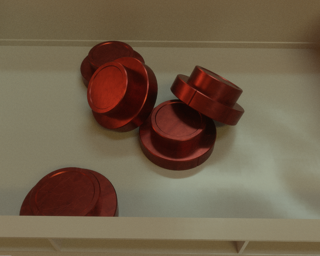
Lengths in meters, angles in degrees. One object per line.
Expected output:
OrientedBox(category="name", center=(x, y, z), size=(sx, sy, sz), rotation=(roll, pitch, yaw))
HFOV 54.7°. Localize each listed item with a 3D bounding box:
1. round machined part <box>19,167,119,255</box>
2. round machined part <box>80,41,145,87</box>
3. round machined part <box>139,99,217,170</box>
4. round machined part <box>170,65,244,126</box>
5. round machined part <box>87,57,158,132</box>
OrientedBox(category="round machined part", center=(-0.094, 0.079, 0.320), size=(0.099, 0.042, 0.098), rotation=(1, 44, -1))
OrientedBox(category="round machined part", center=(-0.073, -0.097, 0.475), size=(0.099, 0.042, 0.098), rotation=(0, 50, 0))
OrientedBox(category="round machined part", center=(0.023, 0.002, 0.393), size=(0.099, 0.042, 0.098), rotation=(0, 50, 0))
OrientedBox(category="round machined part", center=(0.066, -0.047, 0.400), size=(0.098, 0.042, 0.098), rotation=(25, 18, -9))
OrientedBox(category="round machined part", center=(-0.055, -0.046, 0.398), size=(0.098, 0.042, 0.098), rotation=(-10, 72, 33))
